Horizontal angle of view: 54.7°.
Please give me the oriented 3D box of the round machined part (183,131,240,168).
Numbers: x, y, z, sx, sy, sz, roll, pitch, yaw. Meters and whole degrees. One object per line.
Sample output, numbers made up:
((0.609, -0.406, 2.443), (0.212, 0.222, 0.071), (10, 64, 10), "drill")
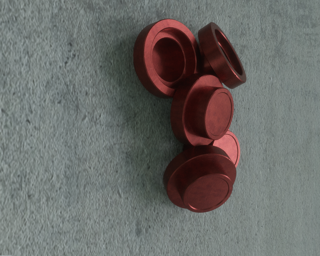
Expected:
((0.084, 0.037, 0.468), (0.099, 0.042, 0.097), (0, 90, -40), "round machined part")

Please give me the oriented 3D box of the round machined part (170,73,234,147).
((0.061, -0.021, 0.406), (0.099, 0.042, 0.097), (-17, 113, -45), "round machined part")

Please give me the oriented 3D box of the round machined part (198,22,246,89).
((0.082, -0.099, 0.448), (0.098, 0.042, 0.098), (40, 35, -35), "round machined part")

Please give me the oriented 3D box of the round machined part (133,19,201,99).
((0.005, -0.086, 0.401), (0.099, 0.042, 0.097), (0, 90, -40), "round machined part")

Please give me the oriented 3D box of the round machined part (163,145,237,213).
((0.057, 0.074, 0.412), (0.099, 0.042, 0.097), (-8, 124, -12), "round machined part")
